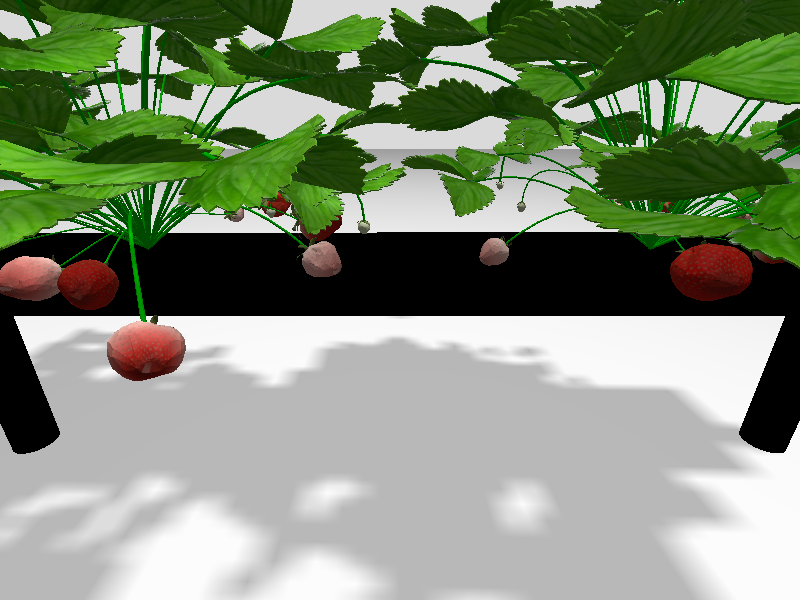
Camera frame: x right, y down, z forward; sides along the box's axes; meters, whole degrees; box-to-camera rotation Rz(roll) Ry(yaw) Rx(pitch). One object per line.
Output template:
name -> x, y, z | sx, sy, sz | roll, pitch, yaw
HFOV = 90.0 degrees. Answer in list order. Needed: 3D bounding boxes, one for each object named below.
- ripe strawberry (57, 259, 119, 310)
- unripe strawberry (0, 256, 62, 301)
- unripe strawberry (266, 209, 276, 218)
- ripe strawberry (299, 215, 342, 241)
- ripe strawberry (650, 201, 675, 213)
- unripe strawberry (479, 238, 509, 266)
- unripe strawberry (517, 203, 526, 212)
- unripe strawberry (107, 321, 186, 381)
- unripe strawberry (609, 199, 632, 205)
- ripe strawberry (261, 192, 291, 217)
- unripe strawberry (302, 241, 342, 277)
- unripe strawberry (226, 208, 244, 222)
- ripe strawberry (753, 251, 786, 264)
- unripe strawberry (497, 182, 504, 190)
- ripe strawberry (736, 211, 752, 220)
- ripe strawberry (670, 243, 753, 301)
ripe strawberry -> -0.179, -0.007, 0.229 | 0.028, 0.030, 0.031 | -7, 24, -18
unripe strawberry -> -0.220, -0.012, 0.237 | 0.031, 0.028, 0.028 | -1, 23, -2
unripe strawberry -> -0.155, -0.105, 0.482 | 0.011, 0.011, 0.010 | 11, 25, 25
ripe strawberry -> -0.075, -0.075, 0.376 | 0.041, 0.040, 0.045 | -3, 23, -10
ripe strawberry -> 0.338, -0.124, 0.510 | 0.035, 0.031, 0.031 | 14, 7, 31
unripe strawberry -> 0.072, -0.036, 0.310 | 0.022, 0.022, 0.021 | -33, 28, -4
unripe strawberry -> 0.149, -0.113, 0.490 | 0.011, 0.011, 0.010 | -11, 25, -25
unripe strawberry -> -0.102, 0.021, 0.162 | 0.027, 0.023, 0.027 | -13, 26, -28
unripe strawberry -> 0.280, -0.122, 0.512 | 0.028, 0.025, 0.025 | 7, 4, 17
ripe strawberry -> -0.154, -0.125, 0.503 | 0.040, 0.042, 0.044 | 9, 11, 22
unripe strawberry -> -0.053, -0.026, 0.278 | 0.026, 0.025, 0.028 | 34, 32, 11
unripe strawberry -> -0.195, -0.104, 0.475 | 0.021, 0.022, 0.023 | 5, 22, 12
ripe strawberry -> 0.295, -0.042, 0.309 | 0.031, 0.031, 0.034 | 15, 27, 31
unripe strawberry -> 0.156, -0.178, 0.626 | 0.011, 0.011, 0.011 | -5, 23, -12
ripe strawberry -> 0.382, -0.090, 0.437 | 0.026, 0.022, 0.026 | 39, -3, -36
ripe strawberry -> 0.183, -0.015, 0.235 | 0.039, 0.035, 0.036 | 7, 24, 17
